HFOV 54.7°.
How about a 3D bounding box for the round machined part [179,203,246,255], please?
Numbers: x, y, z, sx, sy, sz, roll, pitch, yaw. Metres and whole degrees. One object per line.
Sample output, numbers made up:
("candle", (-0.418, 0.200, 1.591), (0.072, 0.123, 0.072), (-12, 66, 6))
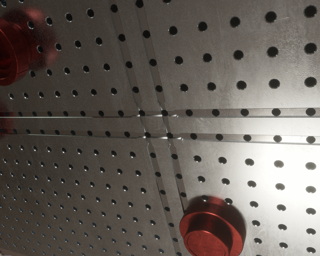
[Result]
("round machined part", (0.074, 0.163, 0.461), (0.098, 0.042, 0.097), (13, 124, 20))

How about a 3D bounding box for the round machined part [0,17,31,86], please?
("round machined part", (-0.228, -0.114, 0.447), (0.098, 0.042, 0.097), (13, 124, 20))
